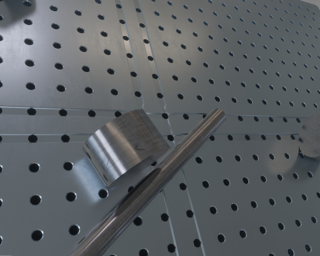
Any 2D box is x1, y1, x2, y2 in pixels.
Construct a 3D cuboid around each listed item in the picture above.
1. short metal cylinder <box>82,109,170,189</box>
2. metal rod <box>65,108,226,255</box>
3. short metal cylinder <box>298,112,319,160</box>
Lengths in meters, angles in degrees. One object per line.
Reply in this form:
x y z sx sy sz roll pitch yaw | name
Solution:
-0.036 0.023 0.339 0.081 0.080 0.050 -27 77 -37 | short metal cylinder
0.000 0.058 0.372 0.025 0.025 0.302 46 51 3 | metal rod
0.280 0.018 0.513 0.050 0.080 0.080 20 54 -17 | short metal cylinder
